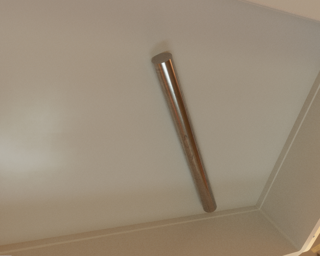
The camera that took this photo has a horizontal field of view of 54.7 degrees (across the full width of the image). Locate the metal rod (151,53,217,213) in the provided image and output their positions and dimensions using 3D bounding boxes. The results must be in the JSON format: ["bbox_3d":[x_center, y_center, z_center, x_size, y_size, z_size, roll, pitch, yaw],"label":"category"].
[{"bbox_3d":[0.045,0.028,0.452,0.025,0.025,0.299,-29,129,-10],"label":"metal rod"}]
